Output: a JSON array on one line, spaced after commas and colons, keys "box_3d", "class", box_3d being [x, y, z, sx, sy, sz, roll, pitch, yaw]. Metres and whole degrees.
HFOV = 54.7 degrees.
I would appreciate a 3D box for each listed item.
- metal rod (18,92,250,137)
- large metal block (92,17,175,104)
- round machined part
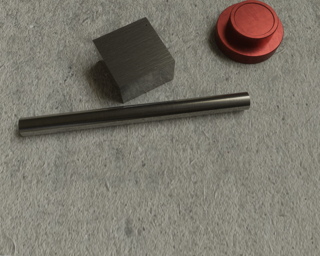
[{"box_3d": [-0.031, -0.019, 0.414, 0.302, 0.025, 0.025, -7, 70, -3], "class": "metal rod"}, {"box_3d": [-0.035, -0.093, 0.428, 0.080, 0.050, 0.080, -27, 73, -10], "class": "large metal block"}, {"box_3d": [0.133, -0.147, 0.454, 0.099, 0.042, 0.098, 0, 70, -1], "class": "round machined part"}]
